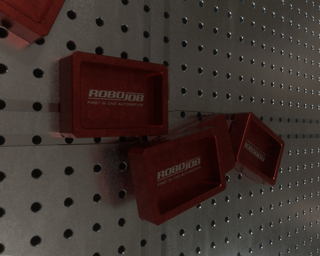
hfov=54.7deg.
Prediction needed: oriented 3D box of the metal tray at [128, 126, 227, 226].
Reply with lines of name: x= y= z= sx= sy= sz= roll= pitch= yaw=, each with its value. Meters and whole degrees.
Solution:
metal tray: x=0.027 y=0.054 z=0.391 sx=0.131 sy=0.030 sz=0.089 roll=-15 pitch=100 yaw=-39

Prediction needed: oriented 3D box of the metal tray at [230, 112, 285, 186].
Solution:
metal tray: x=0.171 y=0.040 z=0.551 sx=0.130 sy=0.030 sz=0.090 roll=33 pitch=70 yaw=-36

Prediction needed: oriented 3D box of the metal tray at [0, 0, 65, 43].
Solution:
metal tray: x=-0.129 y=-0.162 z=0.297 sx=0.090 sy=0.030 sz=0.130 roll=31 pitch=71 yaw=-36

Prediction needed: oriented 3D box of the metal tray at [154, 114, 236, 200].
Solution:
metal tray: x=0.054 y=0.040 z=0.454 sx=0.131 sy=0.030 sz=0.089 roll=-24 pitch=105 yaw=-38

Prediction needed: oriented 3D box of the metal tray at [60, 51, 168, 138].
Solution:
metal tray: x=-0.048 y=-0.035 z=0.366 sx=0.131 sy=0.030 sz=0.089 roll=-1 pitch=91 yaw=-40
